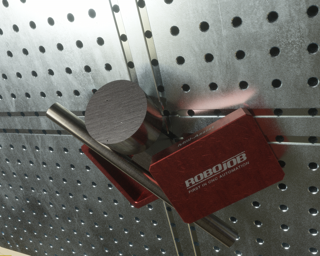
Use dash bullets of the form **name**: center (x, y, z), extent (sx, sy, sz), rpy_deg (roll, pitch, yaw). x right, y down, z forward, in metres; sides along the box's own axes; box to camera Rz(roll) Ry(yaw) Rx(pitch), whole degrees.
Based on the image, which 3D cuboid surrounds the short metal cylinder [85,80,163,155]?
- **short metal cylinder**: center (-0.043, -0.012, 0.378), extent (0.080, 0.080, 0.050), rpy_deg (8, 164, 24)

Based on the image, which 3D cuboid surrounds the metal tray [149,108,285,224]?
- **metal tray**: center (0.065, 0.046, 0.365), extent (0.130, 0.030, 0.090), rpy_deg (-30, 103, 12)

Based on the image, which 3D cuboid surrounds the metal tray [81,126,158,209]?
- **metal tray**: center (-0.044, 0.052, 0.458), extent (0.130, 0.030, 0.090), rpy_deg (49, 129, -7)

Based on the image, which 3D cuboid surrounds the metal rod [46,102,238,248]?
- **metal rod**: center (-0.027, 0.061, 0.419), extent (0.301, 0.025, 0.025), rpy_deg (35, 129, 4)

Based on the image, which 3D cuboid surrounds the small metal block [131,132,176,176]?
- **small metal block**: center (-0.001, 0.035, 0.411), extent (0.050, 0.050, 0.025), rpy_deg (35, 129, 5)
